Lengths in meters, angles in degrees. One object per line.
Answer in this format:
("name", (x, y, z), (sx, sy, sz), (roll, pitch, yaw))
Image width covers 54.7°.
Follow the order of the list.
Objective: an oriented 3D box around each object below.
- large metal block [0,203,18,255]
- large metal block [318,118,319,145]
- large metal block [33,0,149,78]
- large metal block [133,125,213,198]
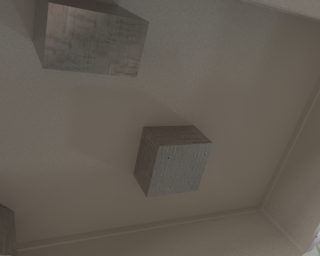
("large metal block", (-0.210, 0.132, 0.340), (0.080, 0.080, 0.050), (-37, 129, -3))
("large metal block", (0.351, -0.004, 0.584), (0.080, 0.050, 0.080), (-26, 128, -12))
("large metal block", (-0.067, -0.087, 0.282), (0.081, 0.080, 0.050), (1, 118, -29))
("large metal block", (0.016, 0.044, 0.428), (0.081, 0.050, 0.079), (-2, 119, -28))
